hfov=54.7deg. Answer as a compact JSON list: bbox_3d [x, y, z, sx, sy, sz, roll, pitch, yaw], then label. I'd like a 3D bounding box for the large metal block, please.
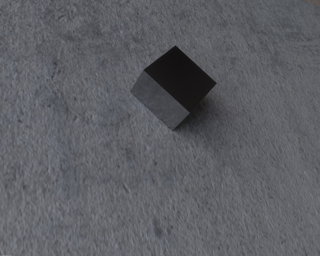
[{"bbox_3d":[0.019,-0.057,0.435,0.080,0.050,0.080,43,51,1],"label":"large metal block"}]
